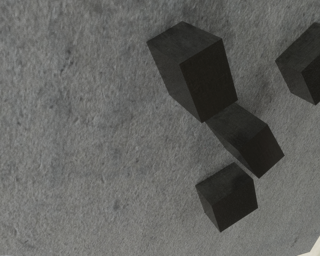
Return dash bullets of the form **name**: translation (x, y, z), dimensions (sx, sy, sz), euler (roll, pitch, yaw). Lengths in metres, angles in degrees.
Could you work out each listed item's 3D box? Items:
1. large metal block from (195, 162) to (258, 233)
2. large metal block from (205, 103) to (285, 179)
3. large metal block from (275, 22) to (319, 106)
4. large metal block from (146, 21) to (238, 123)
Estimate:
- **large metal block**: translation (0.115, 0.118, 0.530), dimensions (0.080, 0.050, 0.080), euler (-29, 129, -10)
- **large metal block**: translation (0.123, 0.015, 0.450), dimensions (0.050, 0.080, 0.080), euler (-43, 130, 1)
- **large metal block**: translation (0.231, -0.095, 0.461), dimensions (0.080, 0.050, 0.080), euler (-45, 130, 3)
- **large metal block**: translation (0.036, -0.065, 0.352), dimensions (0.050, 0.080, 0.080), euler (-33, 129, -7)
